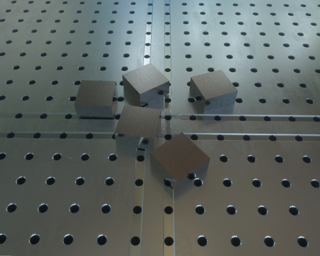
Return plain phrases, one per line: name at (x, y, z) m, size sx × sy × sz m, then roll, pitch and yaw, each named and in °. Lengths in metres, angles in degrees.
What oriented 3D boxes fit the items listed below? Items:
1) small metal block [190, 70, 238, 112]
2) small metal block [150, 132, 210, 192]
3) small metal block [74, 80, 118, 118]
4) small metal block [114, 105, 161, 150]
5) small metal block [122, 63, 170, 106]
small metal block at (0.078, -0.056, 0.456) m, size 0.050 × 0.025 × 0.050 m, roll -16°, pitch 52°, yaw -13°
small metal block at (0.023, 0.040, 0.374) m, size 0.050 × 0.025 × 0.050 m, roll -31°, pitch 57°, yaw -24°
small metal block at (-0.090, -0.041, 0.441) m, size 0.050 × 0.025 × 0.050 m, roll 2°, pitch 50°, yaw 1°
small metal block at (-0.028, -0.001, 0.408) m, size 0.050 × 0.025 × 0.050 m, roll 8°, pitch 50°, yaw 6°
small metal block at (-0.021, -0.066, 0.463) m, size 0.050 × 0.025 × 0.050 m, roll -27°, pitch 55°, yaw -21°
